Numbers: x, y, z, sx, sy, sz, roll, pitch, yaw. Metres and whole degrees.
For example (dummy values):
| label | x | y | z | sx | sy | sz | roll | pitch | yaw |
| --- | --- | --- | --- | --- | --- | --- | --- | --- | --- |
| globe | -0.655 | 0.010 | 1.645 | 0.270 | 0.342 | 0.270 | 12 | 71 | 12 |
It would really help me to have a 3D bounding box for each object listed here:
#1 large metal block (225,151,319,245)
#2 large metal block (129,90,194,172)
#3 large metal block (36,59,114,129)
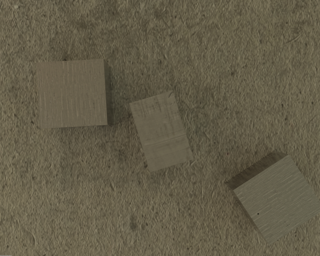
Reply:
| label | x | y | z | sx | sy | sz | roll | pitch | yaw |
| --- | --- | --- | --- | --- | --- | --- | --- | --- | --- |
| large metal block | 0.144 | 0.087 | 0.398 | 0.080 | 0.050 | 0.080 | -33 | 90 | 0 |
| large metal block | 0.002 | 0.003 | 0.382 | 0.050 | 0.080 | 0.080 | -17 | 90 | 0 |
| large metal block | -0.106 | -0.041 | 0.396 | 0.080 | 0.050 | 0.080 | -3 | 90 | 0 |
